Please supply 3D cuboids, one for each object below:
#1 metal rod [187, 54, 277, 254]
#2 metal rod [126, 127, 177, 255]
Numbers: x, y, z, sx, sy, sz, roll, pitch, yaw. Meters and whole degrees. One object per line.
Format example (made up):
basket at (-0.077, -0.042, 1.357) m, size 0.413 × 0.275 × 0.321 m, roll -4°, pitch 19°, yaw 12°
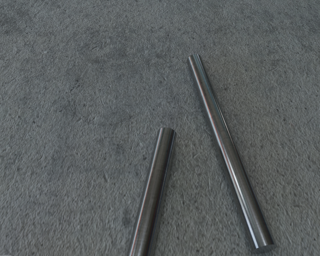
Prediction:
metal rod at (0.079, 0.006, 0.398) m, size 0.025 × 0.025 × 0.300 m, roll -7°, pitch 50°, yaw -6°
metal rod at (-0.019, 0.120, 0.301) m, size 0.025 × 0.025 × 0.300 m, roll 8°, pitch 50°, yaw 7°
